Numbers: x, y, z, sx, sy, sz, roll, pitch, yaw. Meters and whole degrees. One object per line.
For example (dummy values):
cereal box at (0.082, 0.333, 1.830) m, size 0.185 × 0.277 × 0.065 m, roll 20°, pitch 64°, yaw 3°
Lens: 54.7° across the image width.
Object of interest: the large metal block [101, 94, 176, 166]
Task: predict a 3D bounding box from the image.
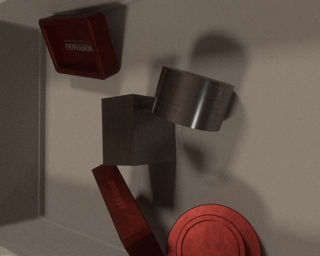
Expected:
large metal block at (-0.025, 0.004, 0.387) m, size 0.050 × 0.081 × 0.080 m, roll -4°, pitch 87°, yaw 37°

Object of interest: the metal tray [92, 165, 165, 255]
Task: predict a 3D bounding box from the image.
metal tray at (-0.036, 0.108, 0.371) m, size 0.130 × 0.030 × 0.090 m, roll 48°, pitch 163°, yaw 52°

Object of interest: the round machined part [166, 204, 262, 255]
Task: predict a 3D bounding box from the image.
round machined part at (0.054, 0.127, 0.320) m, size 0.098 × 0.042 × 0.098 m, roll -6°, pitch 63°, yaw 12°

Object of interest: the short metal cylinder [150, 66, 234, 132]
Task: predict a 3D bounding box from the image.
short metal cylinder at (0.035, -0.033, 0.341) m, size 0.080 × 0.081 × 0.050 m, roll 26°, pitch 106°, yaw 37°

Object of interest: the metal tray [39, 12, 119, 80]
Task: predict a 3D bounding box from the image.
metal tray at (-0.127, -0.127, 0.479) m, size 0.130 × 0.030 × 0.089 m, roll 14°, pitch 128°, yaw 38°
